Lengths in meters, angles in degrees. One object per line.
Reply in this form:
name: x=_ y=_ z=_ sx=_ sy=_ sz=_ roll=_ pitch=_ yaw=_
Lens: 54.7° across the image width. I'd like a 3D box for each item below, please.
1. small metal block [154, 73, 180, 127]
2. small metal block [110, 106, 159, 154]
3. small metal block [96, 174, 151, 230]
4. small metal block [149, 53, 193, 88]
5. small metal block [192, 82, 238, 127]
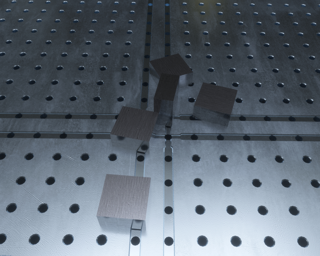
small metal block: x=0.009 y=-0.038 z=0.424 sx=0.025 sy=0.050 sz=0.050 roll=9 pitch=51 yaw=7
small metal block: x=-0.032 y=0.002 z=0.406 sx=0.050 sy=0.025 sz=0.050 roll=11 pitch=51 yaw=8
small metal block: x=-0.037 y=0.080 z=0.340 sx=0.050 sy=0.025 sz=0.050 roll=4 pitch=50 yaw=3
small metal block: x=0.016 y=-0.085 z=0.480 sx=0.050 sy=0.025 sz=0.050 roll=-18 pitch=53 yaw=-15
small metal block: x=0.078 y=-0.034 z=0.437 sx=0.050 sy=0.025 sz=0.050 roll=15 pitch=52 yaw=12
